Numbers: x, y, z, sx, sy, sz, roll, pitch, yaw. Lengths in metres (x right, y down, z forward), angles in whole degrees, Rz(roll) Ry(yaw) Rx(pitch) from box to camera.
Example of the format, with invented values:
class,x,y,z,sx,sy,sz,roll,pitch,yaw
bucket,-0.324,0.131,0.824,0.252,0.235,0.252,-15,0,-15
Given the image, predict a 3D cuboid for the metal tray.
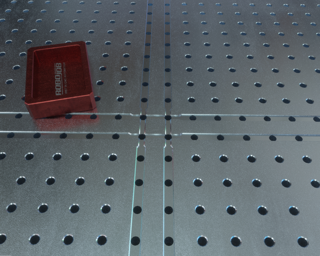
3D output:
class,x,y,z,sx,sy,sz,roll,pitch,yaw
metal tray,-0.150,-0.077,0.466,0.091,0.030,0.130,-10,51,-9
